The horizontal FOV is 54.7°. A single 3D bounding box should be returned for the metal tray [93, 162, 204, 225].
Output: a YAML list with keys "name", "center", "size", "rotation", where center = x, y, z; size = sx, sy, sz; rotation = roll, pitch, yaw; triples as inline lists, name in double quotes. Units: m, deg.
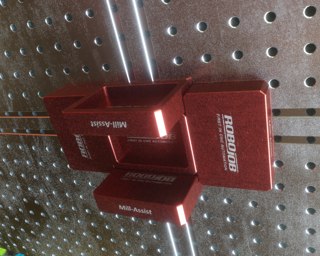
- name: "metal tray"
  center: [-0.013, 0.081, 0.422]
  size: [0.130, 0.090, 0.030]
  rotation: [1, 119, 27]

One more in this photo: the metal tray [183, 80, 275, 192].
- name: "metal tray"
  center: [0.084, 0.012, 0.368]
  size: [0.090, 0.030, 0.129]
  rotation: [0, 119, 26]

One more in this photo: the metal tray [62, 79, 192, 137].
- name: "metal tray"
  center: [-0.037, -0.025, 0.372]
  size: [0.130, 0.090, 0.030]
  rotation: [1, 119, 27]

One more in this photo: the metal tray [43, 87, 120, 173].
- name: "metal tray"
  center: [-0.113, 0.005, 0.468]
  size: [0.090, 0.030, 0.129]
  rotation: [1, 119, 27]

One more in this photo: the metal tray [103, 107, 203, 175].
- name: "metal tray"
  center: [-0.013, 0.014, 0.419]
  size: [0.130, 0.030, 0.089]
  rotation: [1, 119, 27]
